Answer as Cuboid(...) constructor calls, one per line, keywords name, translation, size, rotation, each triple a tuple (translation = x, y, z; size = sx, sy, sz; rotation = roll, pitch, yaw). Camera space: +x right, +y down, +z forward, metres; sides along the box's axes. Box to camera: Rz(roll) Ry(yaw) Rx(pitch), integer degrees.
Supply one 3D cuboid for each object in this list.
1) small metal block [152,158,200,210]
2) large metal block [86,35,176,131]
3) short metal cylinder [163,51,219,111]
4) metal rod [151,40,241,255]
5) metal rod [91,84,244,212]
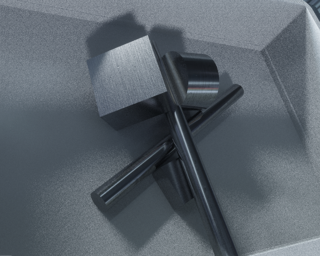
Cuboid(name="small metal block", translation=(0.028, 0.064, 0.381), size=(0.050, 0.025, 0.050), rotation=(-24, 75, -37))
Cuboid(name="large metal block", translation=(-0.035, -0.053, 0.378), size=(0.080, 0.050, 0.080), rotation=(-20, 67, 7))
Cuboid(name="short metal cylinder", translation=(0.035, -0.063, 0.427), size=(0.050, 0.080, 0.080), rotation=(-4, 64, -32))
Cuboid(name="metal rod", translation=(0.029, 0.014, 0.379), size=(0.025, 0.025, 0.299), rotation=(-5, 63, -31))
Cuboid(name="metal rod", translation=(0.032, 0.008, 0.417), size=(0.025, 0.025, 0.302), rotation=(49, 51, 6))
